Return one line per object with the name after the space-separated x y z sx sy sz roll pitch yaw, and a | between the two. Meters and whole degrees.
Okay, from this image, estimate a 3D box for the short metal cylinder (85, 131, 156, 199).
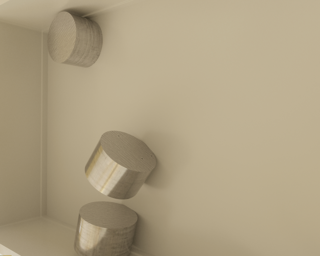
-0.053 0.048 0.415 0.080 0.081 0.050 47 118 30 | short metal cylinder

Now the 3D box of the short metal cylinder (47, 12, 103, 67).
-0.139 -0.142 0.506 0.080 0.050 0.080 0 90 40 | short metal cylinder

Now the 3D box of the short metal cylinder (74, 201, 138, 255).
-0.076 0.143 0.434 0.080 0.081 0.050 18 102 38 | short metal cylinder
